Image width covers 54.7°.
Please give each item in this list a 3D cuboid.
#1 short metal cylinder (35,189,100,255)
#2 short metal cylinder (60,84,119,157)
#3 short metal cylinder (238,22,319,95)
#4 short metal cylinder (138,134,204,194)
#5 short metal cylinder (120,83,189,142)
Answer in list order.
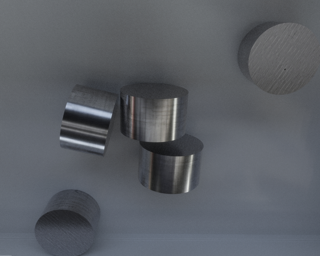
[{"bbox_3d":[-0.131,0.136,0.446,0.081,0.050,0.079,0,110,-1],"label":"short metal cylinder"},{"bbox_3d":[-0.084,-0.009,0.378,0.050,0.080,0.079,13,110,-5],"label":"short metal cylinder"},{"bbox_3d":[0.139,-0.084,0.369,0.081,0.050,0.079,0,110,-1],"label":"short metal cylinder"},{"bbox_3d":[0.013,0.042,0.398,0.081,0.080,0.050,3,110,-2],"label":"short metal cylinder"},{"bbox_3d":[-0.008,-0.021,0.374,0.081,0.080,0.050,2,110,-1],"label":"short metal cylinder"}]
